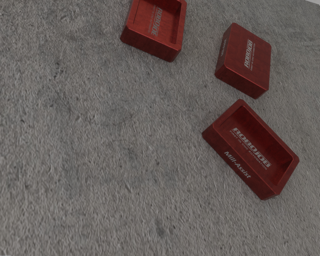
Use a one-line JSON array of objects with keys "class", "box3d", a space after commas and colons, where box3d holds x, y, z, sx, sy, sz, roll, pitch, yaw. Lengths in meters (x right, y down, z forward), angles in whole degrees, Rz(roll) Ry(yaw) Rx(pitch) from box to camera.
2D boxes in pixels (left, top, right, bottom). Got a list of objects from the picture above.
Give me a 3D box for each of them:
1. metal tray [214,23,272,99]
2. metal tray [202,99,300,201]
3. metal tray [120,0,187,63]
[{"class": "metal tray", "box3d": [0.153, -0.123, 0.557, 0.090, 0.030, 0.130, 27, 52, -11]}, {"class": "metal tray", "box3d": [0.135, 0.028, 0.455, 0.130, 0.030, 0.091, 47, 51, 5]}, {"class": "metal tray", "box3d": [-0.007, -0.176, 0.503, 0.091, 0.030, 0.130, 20, 54, -17]}]
